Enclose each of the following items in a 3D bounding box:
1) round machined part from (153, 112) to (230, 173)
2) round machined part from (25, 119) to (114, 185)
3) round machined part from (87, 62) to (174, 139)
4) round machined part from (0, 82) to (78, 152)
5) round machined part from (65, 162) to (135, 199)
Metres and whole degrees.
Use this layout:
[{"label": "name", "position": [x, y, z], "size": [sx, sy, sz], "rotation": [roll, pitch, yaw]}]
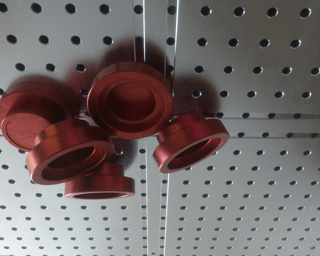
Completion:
[{"label": "round machined part", "position": [0.035, 0.016, 0.395], "size": [0.099, 0.042, 0.098], "rotation": [-23, 157, -10]}, {"label": "round machined part", "position": [-0.108, 0.025, 0.367], "size": [0.099, 0.042, 0.098], "rotation": [-25, 158, -10]}, {"label": "round machined part", "position": [-0.033, -0.036, 0.369], "size": [0.099, 0.042, 0.097], "rotation": [-1, 131, 0]}, {"label": "round machined part", "position": [-0.159, -0.006, 0.393], "size": [0.099, 0.042, 0.097], "rotation": [-1, 130, 0]}, {"label": "round machined part", "position": [-0.086, 0.077, 0.446], "size": [0.099, 0.042, 0.098], "rotation": [-3, 161, -1]}]
